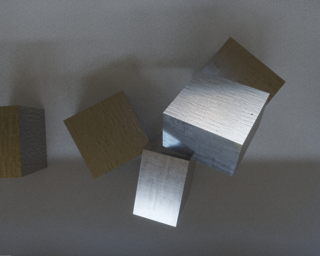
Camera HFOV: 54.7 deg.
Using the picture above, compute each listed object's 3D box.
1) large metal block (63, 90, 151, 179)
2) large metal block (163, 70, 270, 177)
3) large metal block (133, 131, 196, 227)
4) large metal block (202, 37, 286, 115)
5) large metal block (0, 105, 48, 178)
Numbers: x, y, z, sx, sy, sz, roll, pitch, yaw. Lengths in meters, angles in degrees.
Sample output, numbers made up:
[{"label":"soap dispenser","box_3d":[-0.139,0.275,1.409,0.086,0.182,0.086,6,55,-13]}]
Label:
[{"label":"large metal block","box_3d":[-0.062,0.008,0.398,0.080,0.050,0.080,-28,90,0]},{"label":"large metal block","box_3d":[0.058,-0.008,0.326,0.080,0.050,0.080,23,51,20]},{"label":"large metal block","box_3d":[0.011,0.055,0.370,0.050,0.080,0.079,13,108,13]},{"label":"large metal block","box_3d":[0.093,-0.058,0.385,0.080,0.080,0.050,39,90,-1]},{"label":"large metal block","box_3d":[-0.180,0.016,0.382,0.050,0.080,0.079,-3,90,0]}]
